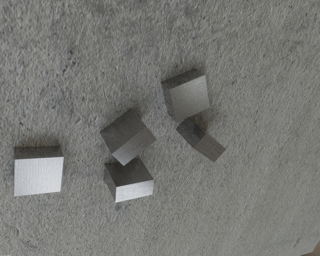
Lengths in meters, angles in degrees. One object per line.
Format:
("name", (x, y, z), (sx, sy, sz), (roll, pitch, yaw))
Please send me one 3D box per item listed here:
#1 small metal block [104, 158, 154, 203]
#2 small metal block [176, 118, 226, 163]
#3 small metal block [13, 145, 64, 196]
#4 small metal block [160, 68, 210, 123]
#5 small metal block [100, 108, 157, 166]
("small metal block", (-0.042, 0.068, 0.409), (0.050, 0.050, 0.025), (-7, 122, -25))
("small metal block", (0.057, 0.016, 0.431), (0.050, 0.050, 0.025), (35, 99, -39))
("small metal block", (-0.142, 0.049, 0.359), (0.050, 0.025, 0.050), (-1, 119, -28))
("small metal block", (0.033, -0.042, 0.399), (0.050, 0.025, 0.050), (-25, 128, -13))
("small metal block", (-0.039, 0.009, 0.375), (0.050, 0.050, 0.025), (-38, 129, -2))
